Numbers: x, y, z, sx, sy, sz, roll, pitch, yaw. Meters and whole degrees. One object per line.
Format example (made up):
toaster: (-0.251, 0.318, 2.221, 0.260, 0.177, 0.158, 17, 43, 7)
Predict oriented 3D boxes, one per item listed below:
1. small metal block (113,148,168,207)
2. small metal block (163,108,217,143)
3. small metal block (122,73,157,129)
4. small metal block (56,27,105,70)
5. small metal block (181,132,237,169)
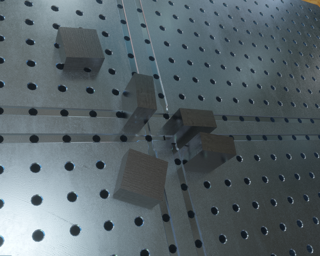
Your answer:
small metal block: (-0.021, 0.058, 0.361, 0.050, 0.025, 0.050, 21, 54, -16)
small metal block: (0.039, -0.001, 0.413, 0.050, 0.050, 0.025, 3, 61, -27)
small metal block: (-0.028, -0.034, 0.397, 0.025, 0.050, 0.050, 7, 59, -25)
small metal block: (-0.107, -0.106, 0.415, 0.050, 0.025, 0.050, -6, 65, -31)
small metal block: (0.063, 0.031, 0.406, 0.050, 0.050, 0.025, 10, 58, -23)
